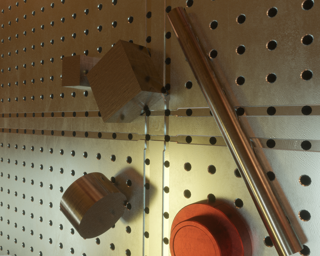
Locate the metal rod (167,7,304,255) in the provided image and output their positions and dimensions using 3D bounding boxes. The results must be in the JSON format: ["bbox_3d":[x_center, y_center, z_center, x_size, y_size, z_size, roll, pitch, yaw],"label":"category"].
[{"bbox_3d":[0.074,-0.011,0.346,0.025,0.025,0.299,-34,69,34],"label":"metal rod"}]

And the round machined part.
[{"bbox_3d":[0.050,0.135,0.356,0.098,0.042,0.097,0,90,39],"label":"round machined part"}]

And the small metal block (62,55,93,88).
[{"bbox_3d":[-0.140,-0.094,0.522,0.050,0.025,0.050,4,93,39],"label":"small metal block"}]

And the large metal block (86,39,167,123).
[{"bbox_3d":[-0.048,-0.061,0.431,0.080,0.050,0.080,-36,68,34],"label":"large metal block"}]

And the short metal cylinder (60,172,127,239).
[{"bbox_3d":[-0.096,0.112,0.450,0.050,0.081,0.079,36,112,34],"label":"short metal cylinder"}]
